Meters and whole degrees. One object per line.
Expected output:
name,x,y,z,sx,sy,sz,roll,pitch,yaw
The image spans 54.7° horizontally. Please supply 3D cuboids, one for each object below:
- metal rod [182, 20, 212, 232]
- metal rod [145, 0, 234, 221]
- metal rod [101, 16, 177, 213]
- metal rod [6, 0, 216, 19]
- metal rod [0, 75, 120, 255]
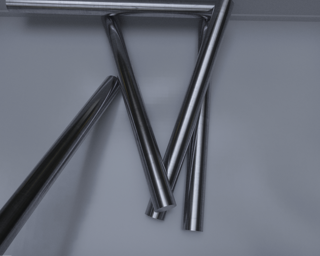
metal rod,0.054,-0.018,0.416,0.025,0.025,0.299,6,70,2
metal rod,0.042,-0.032,0.398,0.025,0.025,0.299,18,80,6
metal rod,-0.035,-0.039,0.406,0.025,0.025,0.299,-15,64,-6
metal rod,-0.063,-0.174,0.445,0.302,0.025,0.025,1,70,-1
metal rod,-0.111,0.035,0.329,0.025,0.025,0.301,19,46,6
